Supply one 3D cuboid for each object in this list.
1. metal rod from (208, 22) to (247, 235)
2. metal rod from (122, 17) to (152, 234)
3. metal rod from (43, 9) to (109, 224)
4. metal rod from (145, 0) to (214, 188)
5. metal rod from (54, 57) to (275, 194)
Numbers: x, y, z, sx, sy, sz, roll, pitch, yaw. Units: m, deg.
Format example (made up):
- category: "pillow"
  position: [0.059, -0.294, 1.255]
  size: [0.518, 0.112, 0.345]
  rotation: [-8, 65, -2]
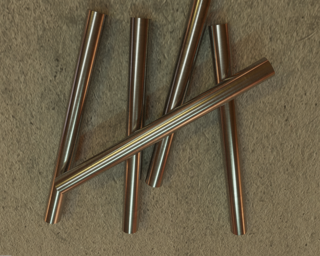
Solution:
- category: "metal rod"
  position: [0.094, 0.016, 0.416]
  size: [0.025, 0.025, 0.298]
  rotation: [-9, 110, 3]
- category: "metal rod"
  position: [-0.033, 0.011, 0.413]
  size: [0.025, 0.025, 0.298]
  rotation: [4, 110, -2]
- category: "metal rod"
  position: [-0.115, -0.001, 0.408]
  size: [0.025, 0.025, 0.298]
  rotation: [16, 109, -6]
- category: "metal rod"
  position: [0.026, -0.059, 0.388]
  size: [0.025, 0.025, 0.298]
  rotation: [13, 110, -5]
- category: "metal rod"
  position: [-0.002, 0.003, 0.382]
  size: [0.300, 0.025, 0.025]
  rotation: [-30, 108, 10]
